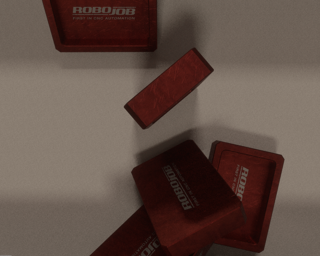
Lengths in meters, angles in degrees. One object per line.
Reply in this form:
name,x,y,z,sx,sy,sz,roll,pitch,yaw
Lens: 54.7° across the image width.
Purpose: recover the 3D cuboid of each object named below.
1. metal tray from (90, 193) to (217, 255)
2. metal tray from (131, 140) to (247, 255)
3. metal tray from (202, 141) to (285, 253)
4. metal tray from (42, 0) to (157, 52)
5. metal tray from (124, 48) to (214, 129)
metal tray,-0.004,0.135,0.348,0.090,0.131,0.030,19,127,31
metal tray,0.027,0.075,0.359,0.090,0.130,0.030,-27,125,-4
metal tray,0.102,0.088,0.410,0.091,0.030,0.129,13,90,-1
metal tray,-0.069,-0.140,0.380,0.131,0.089,0.030,0,46,-1
metal tray,0.008,-0.039,0.359,0.090,0.130,0.030,-40,90,0
